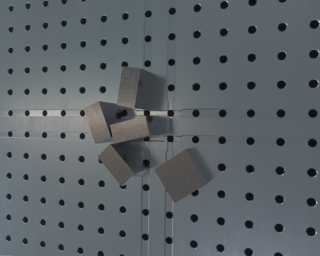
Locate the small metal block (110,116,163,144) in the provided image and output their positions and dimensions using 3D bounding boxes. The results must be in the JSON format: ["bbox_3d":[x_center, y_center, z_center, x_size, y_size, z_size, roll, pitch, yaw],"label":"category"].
[{"bbox_3d":[-0.030,0.002,0.410,0.050,0.050,0.025,-14,85,19],"label":"small metal block"}]

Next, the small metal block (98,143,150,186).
[{"bbox_3d":[-0.047,0.047,0.417,0.025,0.050,0.050,-45,76,15],"label":"small metal block"}]

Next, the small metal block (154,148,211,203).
[{"bbox_3d":[0.029,0.061,0.403,0.050,0.025,0.050,-35,79,16],"label":"small metal block"}]

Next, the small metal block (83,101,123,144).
[{"bbox_3d":[-0.073,-0.007,0.426,0.025,0.050,0.050,-22,83,19],"label":"small metal block"}]

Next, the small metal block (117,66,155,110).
[{"bbox_3d":[-0.031,-0.051,0.411,0.025,0.050,0.050,10,94,20],"label":"small metal block"}]
